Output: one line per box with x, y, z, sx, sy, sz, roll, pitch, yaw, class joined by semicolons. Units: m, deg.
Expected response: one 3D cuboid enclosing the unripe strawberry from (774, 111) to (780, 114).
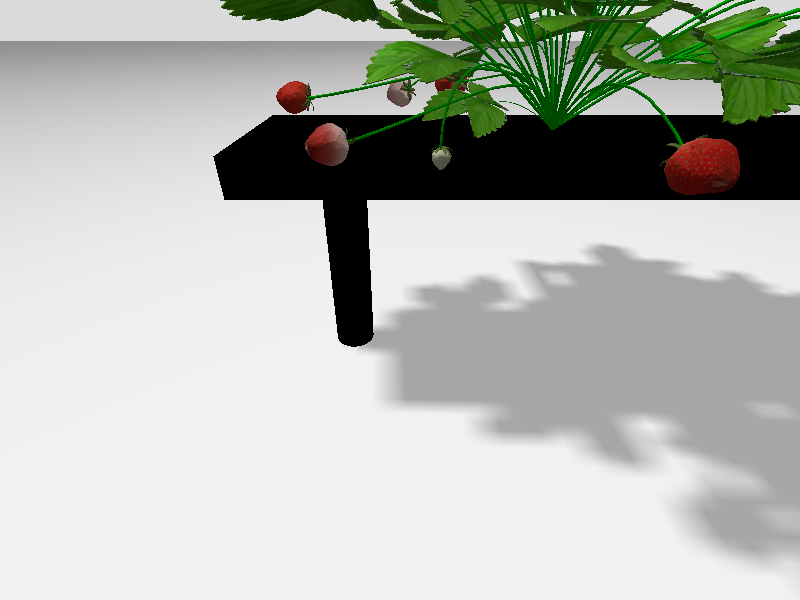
0.347;-0.183;0.374;0.023;0.020;0.023;-29;20;32;unripe strawberry

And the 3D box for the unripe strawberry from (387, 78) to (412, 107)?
-0.002;-0.216;0.419;0.028;0.027;0.026;12;33;44;unripe strawberry

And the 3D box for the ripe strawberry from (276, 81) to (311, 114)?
-0.101;-0.191;0.377;0.031;0.027;0.031;9;35;14;ripe strawberry

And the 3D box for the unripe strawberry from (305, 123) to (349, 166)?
-0.044;-0.091;0.237;0.025;0.024;0.023;-19;39;-25;unripe strawberry

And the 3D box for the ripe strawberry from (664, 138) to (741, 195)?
0.142;-0.061;0.188;0.030;0.027;0.027;-3;44;-5;ripe strawberry

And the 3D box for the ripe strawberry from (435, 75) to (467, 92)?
0.057;-0.259;0.470;0.039;0.041;0.042;-12;35;-17;ripe strawberry

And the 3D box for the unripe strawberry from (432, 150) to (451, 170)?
0.024;-0.082;0.234;0.011;0.012;0.012;27;43;34;unripe strawberry
